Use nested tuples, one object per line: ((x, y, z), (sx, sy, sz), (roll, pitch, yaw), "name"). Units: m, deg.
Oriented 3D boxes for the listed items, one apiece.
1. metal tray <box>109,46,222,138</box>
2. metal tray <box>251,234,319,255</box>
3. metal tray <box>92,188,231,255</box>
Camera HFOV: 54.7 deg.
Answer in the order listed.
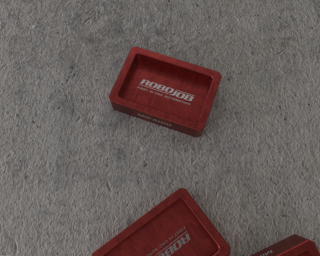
((0.008, -0.050, 0.423), (0.131, 0.030, 0.090), (19, 71, 6), "metal tray")
((0.118, 0.183, 0.328), (0.131, 0.030, 0.090), (-22, 85, -8), "metal tray")
((0.001, 0.143, 0.353), (0.131, 0.030, 0.090), (-35, 74, -12), "metal tray")
